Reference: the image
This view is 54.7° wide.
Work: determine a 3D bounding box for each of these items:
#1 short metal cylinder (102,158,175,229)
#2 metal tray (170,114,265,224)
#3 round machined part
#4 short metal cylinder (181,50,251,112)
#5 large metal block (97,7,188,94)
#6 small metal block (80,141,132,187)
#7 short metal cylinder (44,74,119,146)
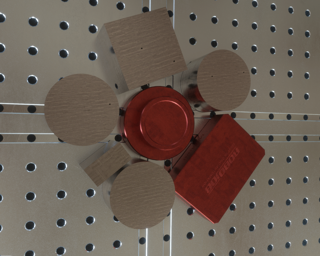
[{"bbox_3d":[-0.028,0.079,0.389,0.081,0.050,0.080,0,90,-20],"label":"short metal cylinder"},{"bbox_3d":[0.079,0.055,0.438,0.090,0.030,0.130,42,76,-15],"label":"metal tray"},{"bbox_3d":[0.001,-0.006,0.403,0.099,0.042,0.097,0,90,-20],"label":"round machined part"},{"bbox_3d":[0.076,-0.062,0.426,0.081,0.050,0.080,0,90,-20],"label":"short metal cylinder"},{"bbox_3d":[-0.023,-0.096,0.391,0.081,0.050,0.080,-23,98,-19],"label":"large metal block"},{"bbox_3d":[-0.067,0.041,0.374,0.050,0.050,0.025,-39,103,-16],"label":"small metal block"},{"bbox_3d":[-0.093,-0.020,0.364,0.081,0.050,0.080,0,90,-20],"label":"short metal cylinder"}]
